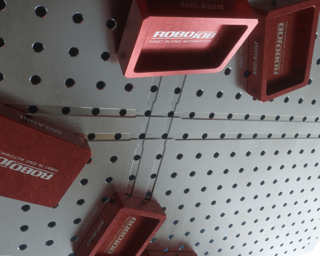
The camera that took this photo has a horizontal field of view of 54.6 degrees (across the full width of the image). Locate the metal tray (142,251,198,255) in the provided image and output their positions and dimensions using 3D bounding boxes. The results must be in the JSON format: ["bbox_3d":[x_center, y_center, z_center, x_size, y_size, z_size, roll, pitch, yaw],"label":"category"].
[{"bbox_3d":[0.009,0.277,0.582,0.131,0.030,0.090,19,108,-36],"label":"metal tray"}]

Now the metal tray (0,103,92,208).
[{"bbox_3d":[-0.155,0.032,0.343,0.131,0.030,0.090,28,103,-38],"label":"metal tray"}]

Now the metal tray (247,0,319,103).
[{"bbox_3d":[0.170,-0.109,0.432,0.091,0.030,0.129,-21,126,-16],"label":"metal tray"}]

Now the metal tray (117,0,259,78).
[{"bbox_3d":[0.027,-0.096,0.334,0.131,0.030,0.090,-8,155,-24],"label":"metal tray"}]

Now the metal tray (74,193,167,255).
[{"bbox_3d":[-0.061,0.167,0.477,0.090,0.030,0.129,24,105,-37],"label":"metal tray"}]
